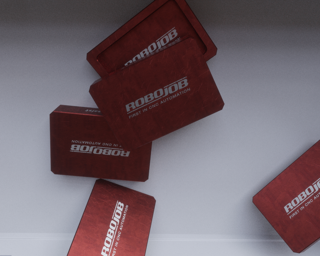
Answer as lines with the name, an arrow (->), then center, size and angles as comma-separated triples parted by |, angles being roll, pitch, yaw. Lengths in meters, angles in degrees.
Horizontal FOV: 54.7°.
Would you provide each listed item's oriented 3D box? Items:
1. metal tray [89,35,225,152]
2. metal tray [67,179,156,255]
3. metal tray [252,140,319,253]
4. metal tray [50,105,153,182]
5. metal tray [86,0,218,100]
metal tray -> -0.003, -0.039, 0.362 | 0.130, 0.030, 0.090 | -25, 108, 8
metal tray -> -0.062, 0.138, 0.405 | 0.090, 0.130, 0.030 | 21, 134, -8
metal tray -> 0.202, 0.090, 0.412 | 0.130, 0.090, 0.030 | -46, 144, 15
metal tray -> -0.077, 0.021, 0.416 | 0.131, 0.030, 0.089 | 5, 110, -2
metal tray -> -0.010, -0.091, 0.374 | 0.130, 0.030, 0.090 | -35, 107, 11
